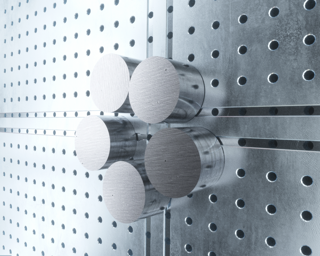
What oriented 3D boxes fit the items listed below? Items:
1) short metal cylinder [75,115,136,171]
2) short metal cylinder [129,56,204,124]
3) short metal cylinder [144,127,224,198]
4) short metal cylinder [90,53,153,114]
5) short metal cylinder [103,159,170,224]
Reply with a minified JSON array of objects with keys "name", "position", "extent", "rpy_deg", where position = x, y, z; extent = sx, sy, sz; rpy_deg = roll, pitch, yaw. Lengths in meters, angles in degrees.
[{"name":"short metal cylinder","position":[-0.082,0.021,0.460],"extent":[0.080,0.050,0.079],"rpy_deg":[0,91,40]},{"name":"short metal cylinder","position":[0.007,-0.045,0.386],"extent":[0.080,0.050,0.079],"rpy_deg":[0,91,40]},{"name":"short metal cylinder","position":[0.028,0.039,0.369],"extent":[0.080,0.050,0.079],"rpy_deg":[1,92,39]},{"name":"short metal cylinder","position":[-0.053,-0.061,0.436],"extent":[0.080,0.050,0.079],"rpy_deg":[0,90,39]},{"name":"short metal cylinder","position":[-0.032,0.083,0.418],"extent":[0.080,0.050,0.080],"rpy_deg":[0,89,40]}]
